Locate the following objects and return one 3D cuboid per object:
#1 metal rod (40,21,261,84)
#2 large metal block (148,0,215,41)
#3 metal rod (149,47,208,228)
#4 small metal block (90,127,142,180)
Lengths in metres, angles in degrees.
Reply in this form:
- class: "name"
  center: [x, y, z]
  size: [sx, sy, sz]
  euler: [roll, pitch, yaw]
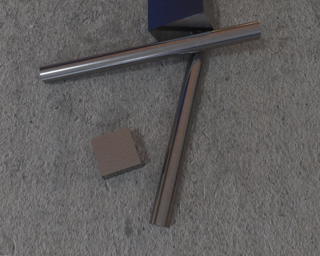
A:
- class: "metal rod"
  center: [-0.015, -0.103, 0.427]
  size: [0.302, 0.025, 0.025]
  euler: [-11, 71, 3]
- class: "large metal block"
  center: [0.030, -0.170, 0.441]
  size: [0.080, 0.050, 0.080]
  euler: [-11, 68, 25]
- class: "metal rod"
  center: [0.034, -0.021, 0.416]
  size: [0.025, 0.025, 0.299]
  euler: [13, 70, 4]
- class: "small metal block"
  center: [-0.055, 0.033, 0.395]
  size: [0.050, 0.025, 0.050]
  euler: [-18, 71, -7]
